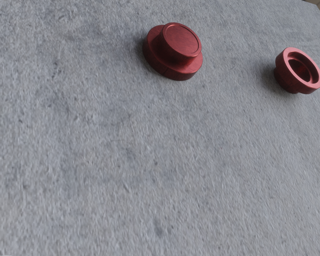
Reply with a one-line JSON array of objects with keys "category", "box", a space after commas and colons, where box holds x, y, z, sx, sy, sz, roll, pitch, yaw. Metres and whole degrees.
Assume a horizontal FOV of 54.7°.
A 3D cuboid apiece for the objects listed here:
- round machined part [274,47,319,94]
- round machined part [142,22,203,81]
[{"category": "round machined part", "box": [0.263, -0.106, 0.602, 0.099, 0.042, 0.098, 14, 56, -21]}, {"category": "round machined part", "box": [0.026, -0.126, 0.485, 0.099, 0.042, 0.098, 14, 56, -21]}]
